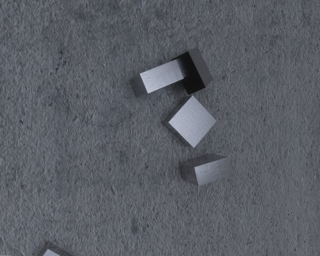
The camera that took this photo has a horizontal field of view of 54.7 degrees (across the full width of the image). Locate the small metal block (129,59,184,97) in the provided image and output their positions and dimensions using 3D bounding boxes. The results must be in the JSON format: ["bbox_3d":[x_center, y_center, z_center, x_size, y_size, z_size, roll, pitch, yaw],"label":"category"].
[{"bbox_3d":[-0.006,-0.062,0.393,0.050,0.050,0.025,-25,99,-18],"label":"small metal block"}]

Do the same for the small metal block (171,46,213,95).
[{"bbox_3d":[0.044,-0.077,0.410,0.050,0.025,0.050,62,27,-10],"label":"small metal block"}]

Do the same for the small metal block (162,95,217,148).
[{"bbox_3d":[0.040,-0.008,0.424,0.050,0.025,0.050,45,76,-15],"label":"small metal block"}]

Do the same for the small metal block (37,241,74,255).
[{"bbox_3d":[-0.126,0.171,0.363,0.050,0.025,0.050,38,78,-16],"label":"small metal block"}]

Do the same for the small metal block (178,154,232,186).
[{"bbox_3d":[0.060,0.055,0.418,0.050,0.050,0.025,-14,95,-20],"label":"small metal block"}]
